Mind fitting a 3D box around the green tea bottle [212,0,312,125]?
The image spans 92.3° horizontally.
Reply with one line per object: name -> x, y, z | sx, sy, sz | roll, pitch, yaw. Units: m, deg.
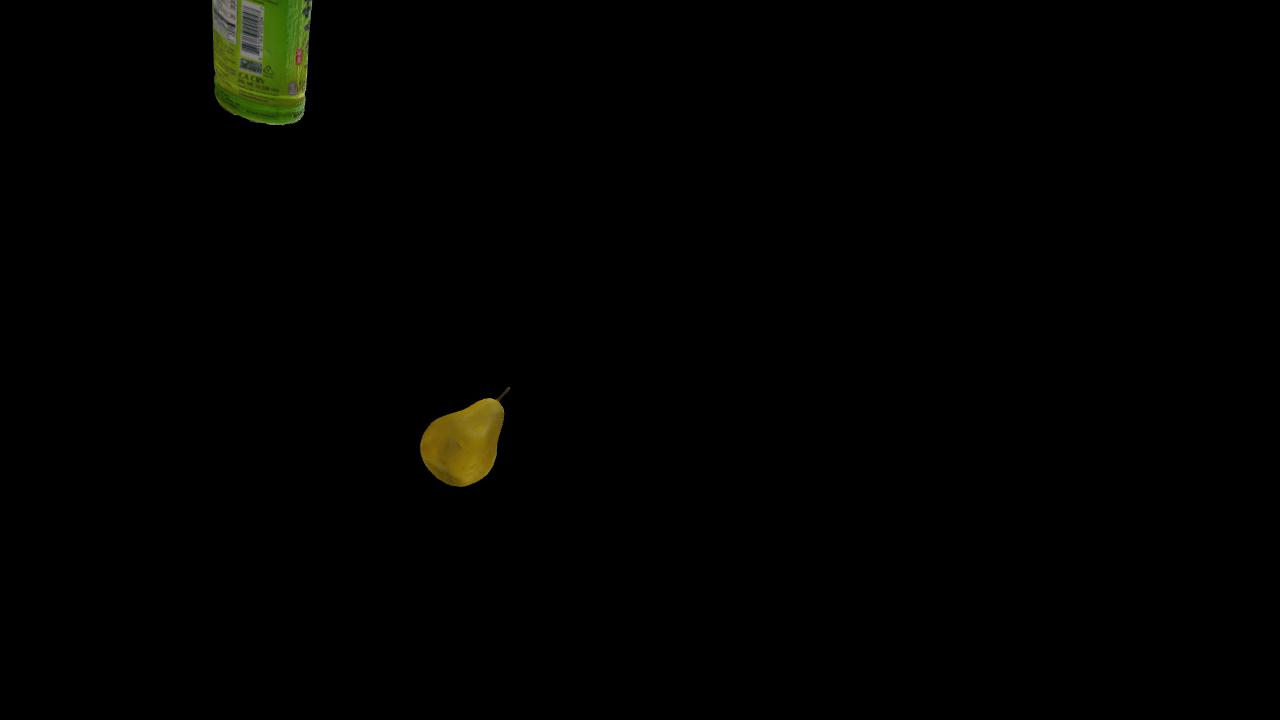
green tea bottle -> -0.304, -0.304, 0.498 | 0.073, 0.212, 0.073 | 18, 37, -14

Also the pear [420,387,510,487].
pear -> -0.174, 0.074, 0.641 | 0.080, 0.080, 0.111 | 0, 41, 42
